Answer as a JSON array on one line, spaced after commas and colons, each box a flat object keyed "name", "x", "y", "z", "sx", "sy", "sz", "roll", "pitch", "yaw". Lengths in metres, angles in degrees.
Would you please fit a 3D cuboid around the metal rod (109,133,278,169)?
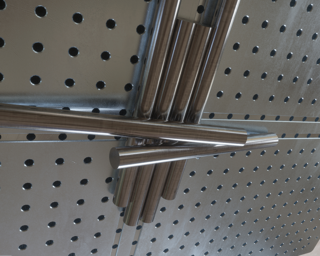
[{"name": "metal rod", "x": 0.070, "y": 0.027, "z": 0.438, "sx": 0.302, "sy": 0.025, "sz": 0.025, "roll": -3, "pitch": 120, "yaw": -37}]

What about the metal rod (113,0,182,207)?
[{"name": "metal rod", "x": -0.020, "y": -0.026, "z": 0.383, "sx": 0.025, "sy": 0.025, "sz": 0.298, "roll": 1, "pitch": 118, "yaw": -29}]

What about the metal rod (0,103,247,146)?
[{"name": "metal rod", "x": -0.031, "y": -0.001, "z": 0.363, "sx": 0.302, "sy": 0.025, "sz": 0.025, "roll": 5, "pitch": 116, "yaw": -21}]

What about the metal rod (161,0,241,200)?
[{"name": "metal rod", "x": 0.048, "y": -0.028, "z": 0.418, "sx": 0.025, "sy": 0.025, "sz": 0.298, "roll": 1, "pitch": 118, "yaw": -29}]

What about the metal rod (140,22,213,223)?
[{"name": "metal rod", "x": 0.014, "y": 0.010, "z": 0.425, "sx": 0.025, "sy": 0.025, "sz": 0.298, "roll": 1, "pitch": 118, "yaw": -29}]

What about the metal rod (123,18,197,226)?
[{"name": "metal rod", "x": -0.008, "y": 0.009, "z": 0.411, "sx": 0.025, "sy": 0.025, "sz": 0.298, "roll": 1, "pitch": 118, "yaw": -29}]
